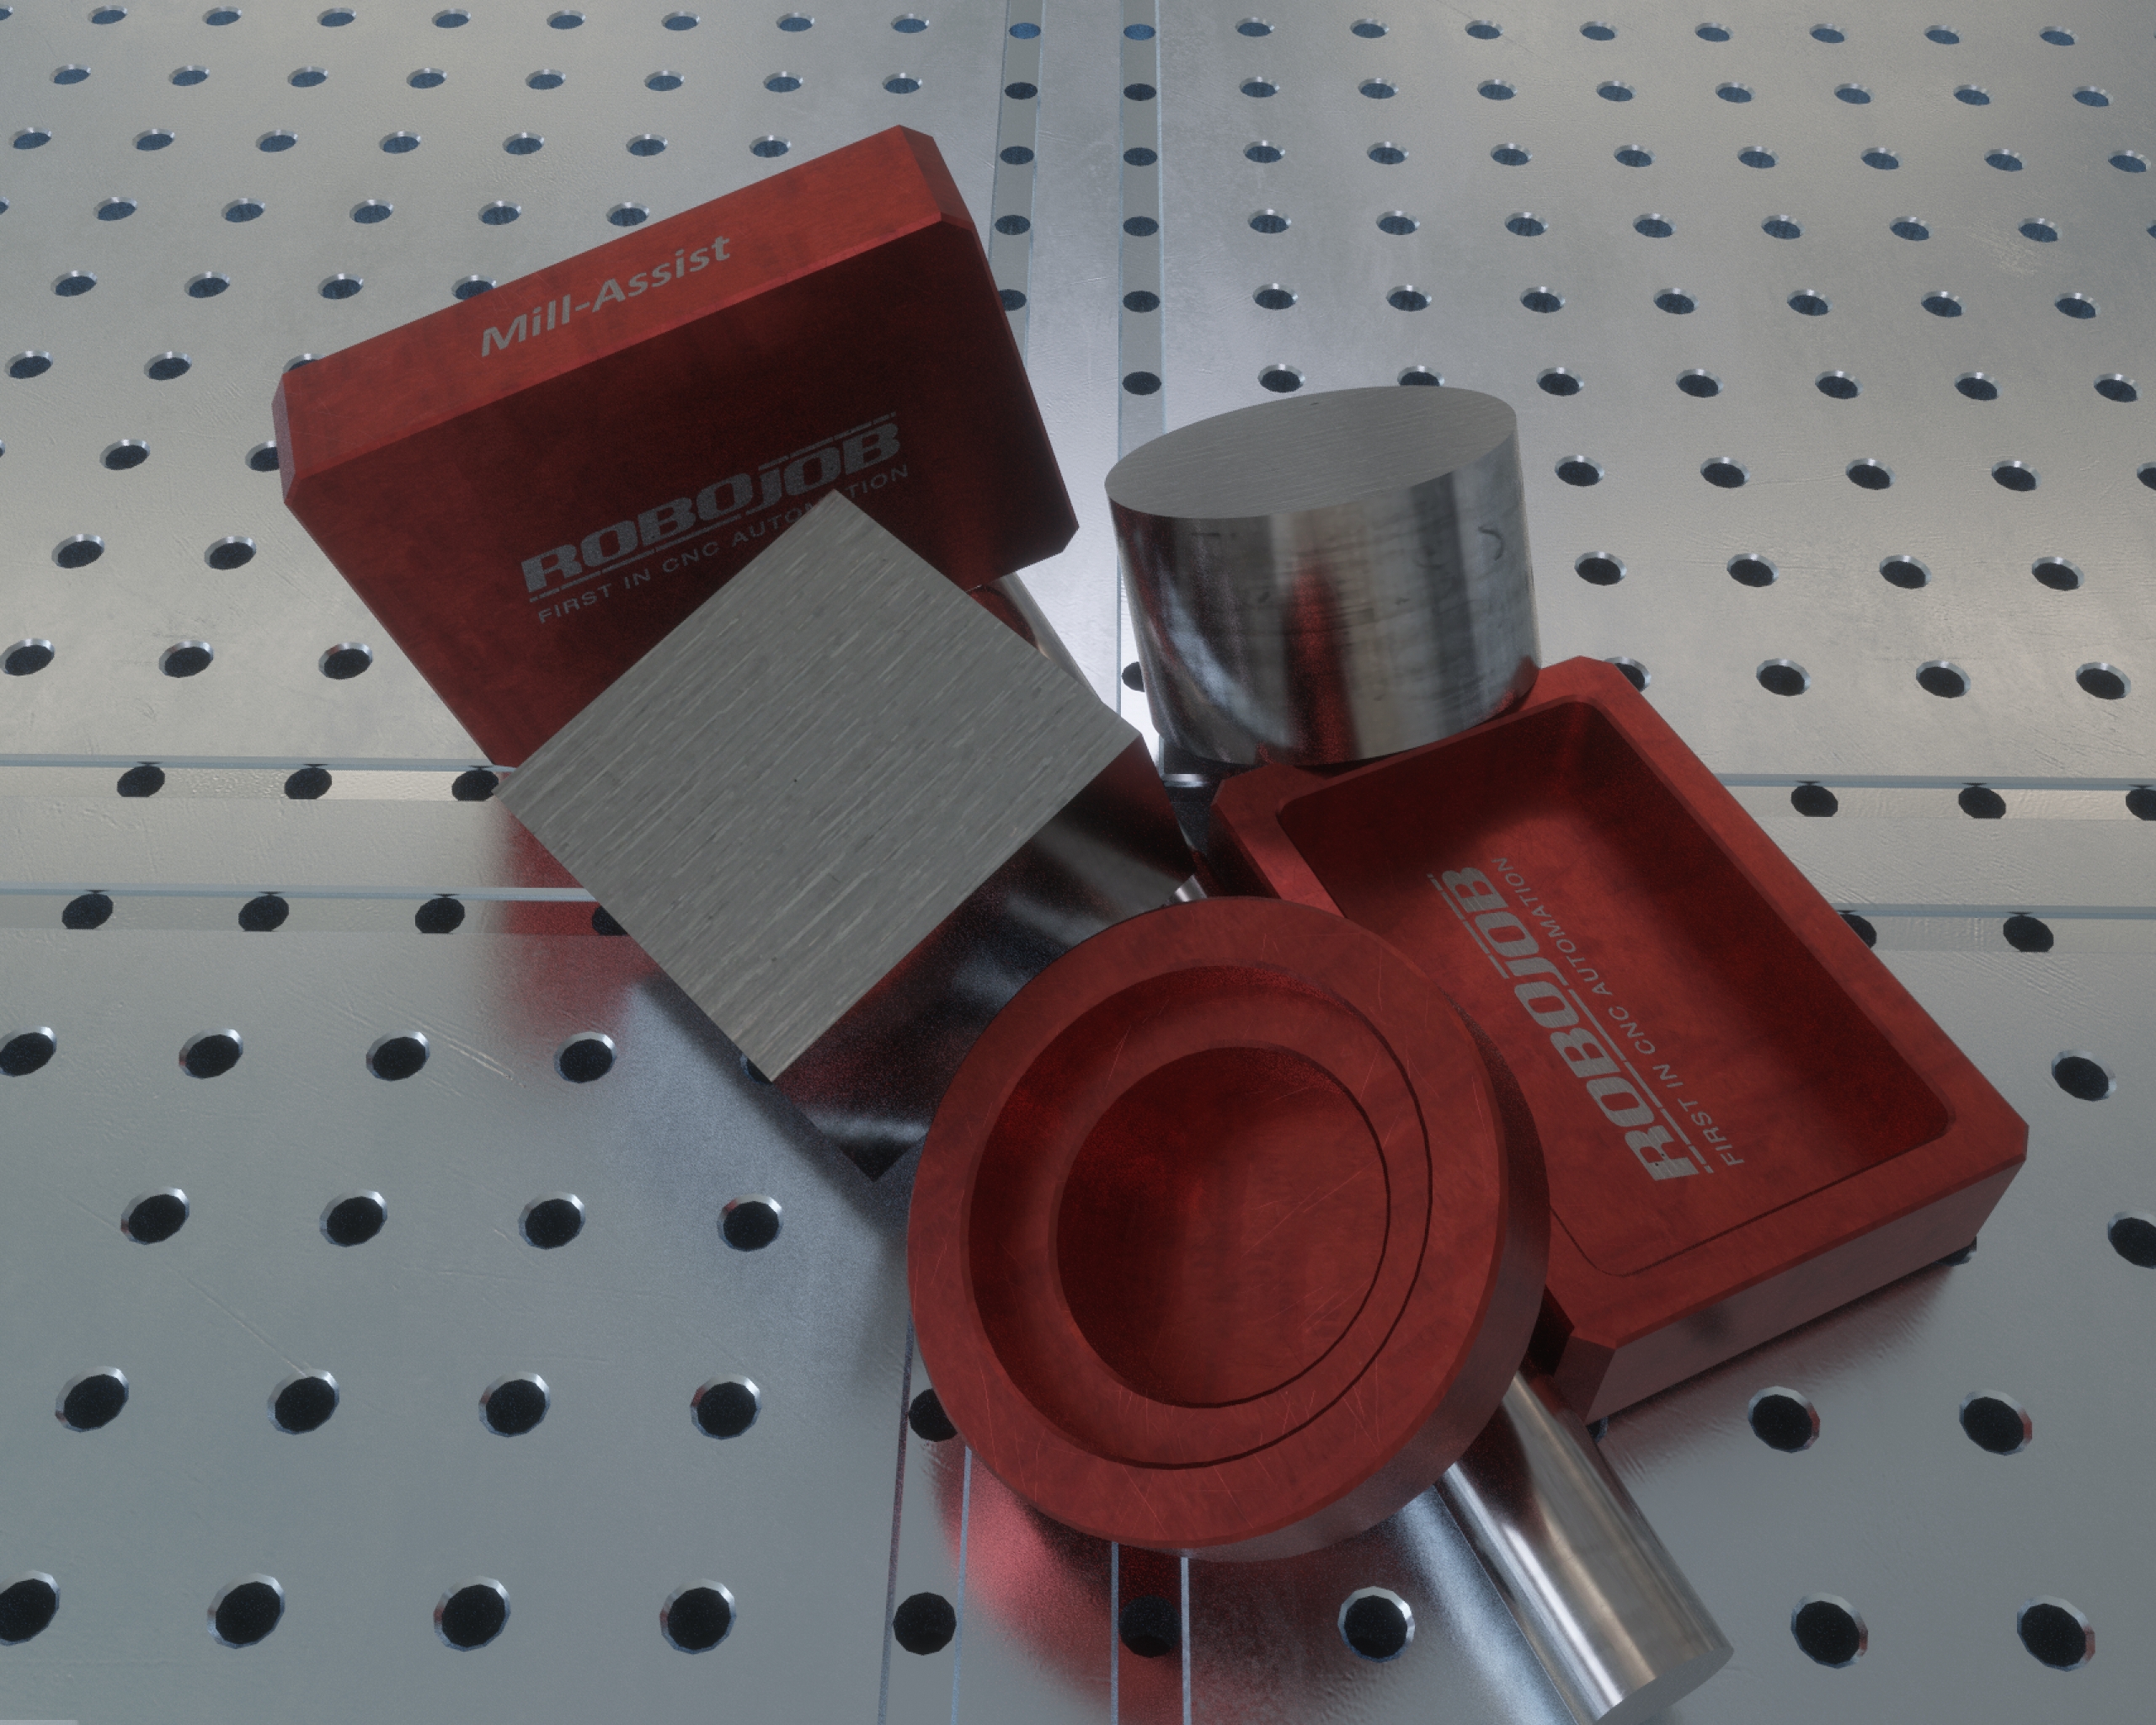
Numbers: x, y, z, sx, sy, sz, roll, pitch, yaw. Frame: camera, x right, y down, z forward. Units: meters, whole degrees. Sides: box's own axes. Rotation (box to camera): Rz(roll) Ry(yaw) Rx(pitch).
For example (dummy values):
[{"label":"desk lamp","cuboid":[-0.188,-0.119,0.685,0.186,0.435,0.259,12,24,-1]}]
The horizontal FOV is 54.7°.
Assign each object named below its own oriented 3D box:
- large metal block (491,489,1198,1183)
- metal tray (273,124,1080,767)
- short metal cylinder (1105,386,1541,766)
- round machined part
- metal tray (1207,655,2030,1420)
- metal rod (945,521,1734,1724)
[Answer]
[{"label":"large metal block","cuboid":[-0.039,-0.005,0.367,0.080,0.050,0.080,-44,61,-10]},{"label":"metal tray","cuboid":[-0.074,-0.077,0.406,0.131,0.090,0.030,-22,54,0]},{"label":"short metal cylinder","cuboid":[0.050,-0.059,0.417,0.080,0.050,0.080,-10,26,5]},{"label":"round machined part","cuboid":[0.026,0.058,0.325,0.098,0.042,0.098,-13,62,26]},{"label":"metal tray","cuboid":[0.091,0.025,0.379,0.091,0.030,0.130,-20,53,-16]},{"label":"metal rod","cuboid":[0.020,0.016,0.388,0.025,0.025,0.300,-20,53,-16]}]
